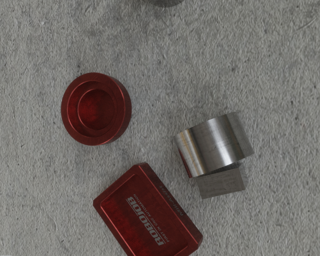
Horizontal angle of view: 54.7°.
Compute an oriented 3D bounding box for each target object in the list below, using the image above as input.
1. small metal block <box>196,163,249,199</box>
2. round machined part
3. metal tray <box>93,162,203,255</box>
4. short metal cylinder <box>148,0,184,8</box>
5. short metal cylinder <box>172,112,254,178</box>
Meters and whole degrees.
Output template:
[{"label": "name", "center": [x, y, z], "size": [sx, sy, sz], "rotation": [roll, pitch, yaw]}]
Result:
[{"label": "small metal block", "center": [0.076, 0.062, 0.369], "size": [0.050, 0.050, 0.025], "rotation": [-18, 84, 19]}, {"label": "round machined part", "center": [-0.083, -0.025, 0.429], "size": [0.098, 0.042, 0.097], "rotation": [0, 90, 20]}, {"label": "metal tray", "center": [-0.018, 0.123, 0.412], "size": [0.090, 0.030, 0.130], "rotation": [-42, 77, 15]}, {"label": "short metal cylinder", "center": [0.003, -0.203, 0.395], "size": [0.080, 0.050, 0.080], "rotation": [0, 90, 20]}, {"label": "short metal cylinder", "center": [0.061, 0.020, 0.358], "size": [0.080, 0.080, 0.050], "rotation": [-24, 82, 18]}]
